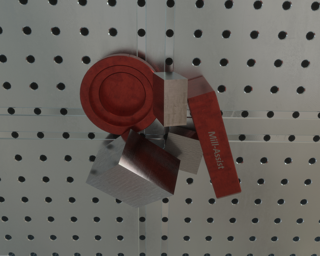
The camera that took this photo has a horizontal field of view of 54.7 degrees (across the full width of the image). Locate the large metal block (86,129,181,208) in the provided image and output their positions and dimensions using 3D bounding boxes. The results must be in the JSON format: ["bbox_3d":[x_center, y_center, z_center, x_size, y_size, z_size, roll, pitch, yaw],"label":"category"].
[{"bbox_3d":[-0.034,0.056,0.396,0.080,0.050,0.080,34,139,-23],"label":"large metal block"}]

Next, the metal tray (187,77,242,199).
[{"bbox_3d":[0.062,0.009,0.383,0.030,0.090,0.129,-17,110,6],"label":"metal tray"}]

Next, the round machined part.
[{"bbox_3d":[-0.046,-0.044,0.387,0.099,0.042,0.097,0,110,-1],"label":"round machined part"}]

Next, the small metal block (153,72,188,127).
[{"bbox_3d":[0.010,-0.034,0.344,0.025,0.050,0.050,-5,109,-14],"label":"small metal block"}]

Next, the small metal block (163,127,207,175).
[{"bbox_3d":[0.033,0.030,0.419,0.050,0.025,0.050,15,114,5],"label":"small metal block"}]
